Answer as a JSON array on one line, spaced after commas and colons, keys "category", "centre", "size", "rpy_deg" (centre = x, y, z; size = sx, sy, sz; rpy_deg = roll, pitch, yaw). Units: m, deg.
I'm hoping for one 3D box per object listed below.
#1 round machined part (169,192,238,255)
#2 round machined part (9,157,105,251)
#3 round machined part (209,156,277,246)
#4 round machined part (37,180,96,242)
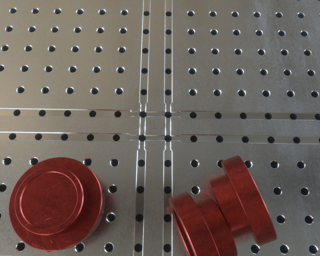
[{"category": "round machined part", "centre": [0.048, 0.114, 0.332], "size": [0.042, 0.098, 0.098], "rpy_deg": [-21, 72, -8]}, {"category": "round machined part", "centre": [-0.111, 0.078, 0.328], "size": [0.099, 0.042, 0.098], "rpy_deg": [0, 70, -1]}, {"category": "round machined part", "centre": [0.087, 0.083, 0.346], "size": [0.042, 0.098, 0.098], "rpy_deg": [-23, 71, 6]}, {"category": "round machined part", "centre": [-0.124, 0.087, 0.369], "size": [0.099, 0.042, 0.098], "rpy_deg": [0, 70, 0]}]
